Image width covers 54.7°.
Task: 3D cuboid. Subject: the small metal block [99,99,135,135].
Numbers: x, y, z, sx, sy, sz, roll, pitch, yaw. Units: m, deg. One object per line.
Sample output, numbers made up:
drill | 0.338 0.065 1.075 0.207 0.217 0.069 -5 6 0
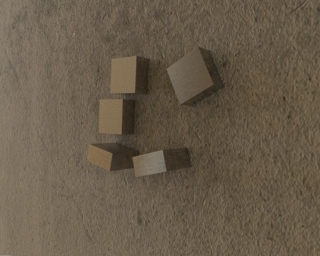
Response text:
small metal block | -0.064 -0.017 0.458 0.050 0.025 0.050 4 92 40

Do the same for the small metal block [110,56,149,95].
small metal block | -0.044 -0.073 0.441 0.050 0.025 0.050 4 93 40

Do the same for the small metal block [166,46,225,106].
small metal block | 0.042 -0.060 0.371 0.050 0.025 0.050 -30 71 36

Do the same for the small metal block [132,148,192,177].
small metal block | 0.003 0.043 0.387 0.050 0.050 0.025 -17 79 39

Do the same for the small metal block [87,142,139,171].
small metal block | -0.067 0.040 0.444 0.050 0.050 0.025 16 101 39
